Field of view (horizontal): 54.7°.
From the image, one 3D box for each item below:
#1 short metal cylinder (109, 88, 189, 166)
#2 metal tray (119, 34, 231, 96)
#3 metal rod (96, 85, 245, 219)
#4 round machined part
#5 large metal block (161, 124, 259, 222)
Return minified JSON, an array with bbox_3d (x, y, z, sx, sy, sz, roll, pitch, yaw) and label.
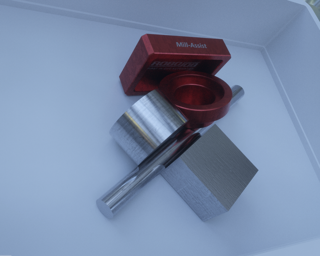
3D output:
[{"bbox_3d":[-0.012,-0.001,0.364,0.050,0.080,0.080,48,51,4],"label":"short metal cylinder"},{"bbox_3d":[0.021,-0.083,0.424,0.131,0.090,0.030,-7,65,-32],"label":"metal tray"},{"bbox_3d":[0.035,0.012,0.417,0.025,0.025,0.302,48,51,5],"label":"metal rod"},{"bbox_3d":[0.046,-0.036,0.424,0.099,0.042,0.098,3,39,-2],"label":"round machined part"},{"bbox_3d":[0.062,0.055,0.388,0.080,0.050,0.080,48,51,5],"label":"large metal block"}]
